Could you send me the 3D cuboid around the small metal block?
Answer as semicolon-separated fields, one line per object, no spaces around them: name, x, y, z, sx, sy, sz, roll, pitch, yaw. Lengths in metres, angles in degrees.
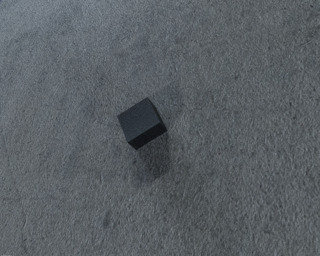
small metal block;-0.024;-0.006;0.421;0.050;0.025;0.050;-32;52;7
